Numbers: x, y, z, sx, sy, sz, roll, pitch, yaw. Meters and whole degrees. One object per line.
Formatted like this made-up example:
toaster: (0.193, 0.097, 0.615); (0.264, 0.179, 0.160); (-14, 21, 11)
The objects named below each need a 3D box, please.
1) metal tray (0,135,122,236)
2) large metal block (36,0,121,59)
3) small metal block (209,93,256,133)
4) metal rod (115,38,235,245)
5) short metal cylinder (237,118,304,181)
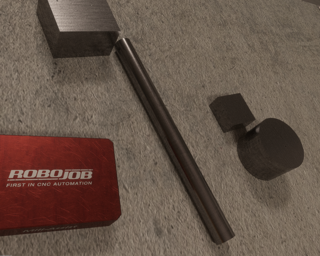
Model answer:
metal tray: (-0.110, 0.055, 0.309); (0.131, 0.030, 0.090); (3, 60, -27)
large metal block: (-0.111, -0.143, 0.416); (0.081, 0.050, 0.080); (-12, 68, -34)
small metal block: (0.112, -0.024, 0.481); (0.050, 0.025, 0.050); (-13, 68, -34)
metal rod: (0.012, 0.005, 0.408); (0.025, 0.025, 0.299); (-16, 70, -35)
short metal cylinder: (0.163, 0.032, 0.459); (0.081, 0.050, 0.080); (14, 56, -21)
